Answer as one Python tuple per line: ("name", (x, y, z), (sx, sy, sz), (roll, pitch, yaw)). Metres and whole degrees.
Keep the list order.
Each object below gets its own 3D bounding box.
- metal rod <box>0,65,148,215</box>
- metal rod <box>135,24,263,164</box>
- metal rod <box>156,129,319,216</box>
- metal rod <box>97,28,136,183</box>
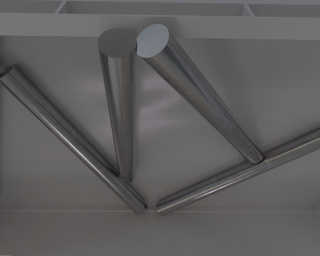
("metal rod", (-0.104, 0.036, 0.438), (0.025, 0.025, 0.300), (-23, 127, 18))
("metal rod", (0.065, -0.008, 0.322), (0.025, 0.025, 0.301), (-25, 151, 20))
("metal rod", (0.122, 0.069, 0.468), (0.300, 0.025, 0.025), (-29, 124, 22))
("metal rod", (-0.039, 0.008, 0.337), (0.025, 0.025, 0.299), (3, 155, -3))
